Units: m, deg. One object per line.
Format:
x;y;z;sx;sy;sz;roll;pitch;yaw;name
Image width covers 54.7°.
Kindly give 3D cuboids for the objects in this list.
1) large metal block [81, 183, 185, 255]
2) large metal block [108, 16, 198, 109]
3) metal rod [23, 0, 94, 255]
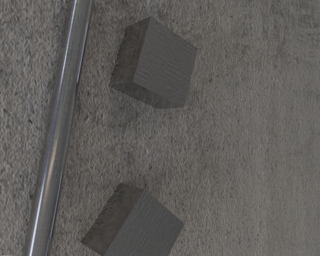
-0.029;0.123;0.364;0.080;0.050;0.080;47;62;-30;large metal block
-0.006;-0.075;0.383;0.080;0.050;0.080;23;76;-38;large metal block
-0.103;-0.002;0.318;0.025;0.025;0.298;13;82;-39;metal rod
